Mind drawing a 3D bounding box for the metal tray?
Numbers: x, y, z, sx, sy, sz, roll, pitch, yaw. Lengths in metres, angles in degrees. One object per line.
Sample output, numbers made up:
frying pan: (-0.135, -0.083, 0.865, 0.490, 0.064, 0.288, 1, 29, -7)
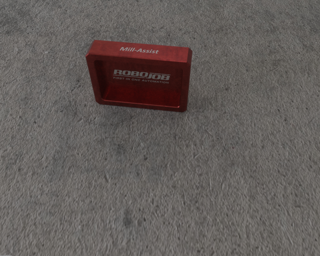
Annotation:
metal tray: (-0.026, -0.067, 0.417, 0.131, 0.090, 0.030, 6, 51, 5)
